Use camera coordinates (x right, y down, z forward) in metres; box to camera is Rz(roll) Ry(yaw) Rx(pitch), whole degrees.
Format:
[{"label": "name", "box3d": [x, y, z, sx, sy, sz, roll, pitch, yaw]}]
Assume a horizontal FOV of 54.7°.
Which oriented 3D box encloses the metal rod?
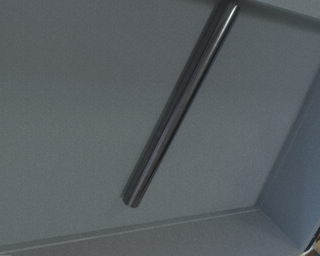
[{"label": "metal rod", "box3d": [0.021, -0.019, 0.410, 0.025, 0.025, 0.298, 15, 111, -35]}]
